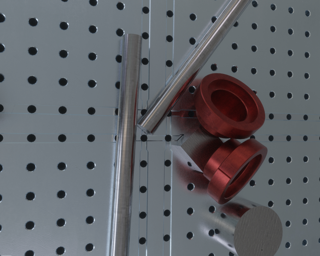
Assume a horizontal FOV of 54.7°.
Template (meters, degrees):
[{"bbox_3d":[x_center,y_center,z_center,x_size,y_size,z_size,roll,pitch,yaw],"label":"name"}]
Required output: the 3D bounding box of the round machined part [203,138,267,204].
[{"bbox_3d":[0.097,0.053,0.421,0.098,0.098,0.042,-41,60,-15],"label":"round machined part"}]

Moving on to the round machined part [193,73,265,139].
[{"bbox_3d":[0.088,-0.025,0.420,0.099,0.042,0.098,15,48,-18],"label":"round machined part"}]

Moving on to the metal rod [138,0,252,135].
[{"bbox_3d":[0.067,-0.116,0.436,0.025,0.025,0.300,40,77,-16],"label":"metal rod"}]

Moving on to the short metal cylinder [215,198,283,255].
[{"bbox_3d":[0.127,0.146,0.446,0.081,0.050,0.080,0,90,-20],"label":"short metal cylinder"}]

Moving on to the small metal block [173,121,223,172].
[{"bbox_3d":[0.056,0.025,0.433,0.050,0.025,0.050,-44,104,-15],"label":"small metal block"}]

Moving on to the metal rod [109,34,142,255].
[{"bbox_3d":[-0.044,0.031,0.396,0.025,0.025,0.298,4,89,-20],"label":"metal rod"}]
